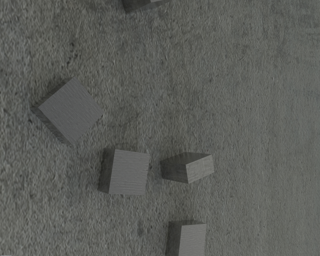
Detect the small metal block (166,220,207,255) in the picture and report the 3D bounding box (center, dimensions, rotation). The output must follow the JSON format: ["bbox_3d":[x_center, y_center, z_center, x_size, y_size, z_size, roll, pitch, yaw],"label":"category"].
[{"bbox_3d":[0.037,0.158,0.436,0.050,0.025,0.050,11,83,-40],"label":"small metal block"}]

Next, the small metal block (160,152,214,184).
[{"bbox_3d":[0.036,0.052,0.419,0.050,0.050,0.025,-15,100,-39],"label":"small metal block"}]

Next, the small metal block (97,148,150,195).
[{"bbox_3d":[-0.042,0.052,0.369,0.050,0.025,0.050,12,82,-39],"label":"small metal block"}]

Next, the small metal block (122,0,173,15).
[{"bbox_3d":[-0.012,-0.162,0.378,0.050,0.050,0.025,-29,108,-36],"label":"small metal block"}]

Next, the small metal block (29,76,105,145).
[{"bbox_3d":[-0.096,-0.018,0.324,0.050,0.025,0.050,-50,120,-28],"label":"small metal block"}]
